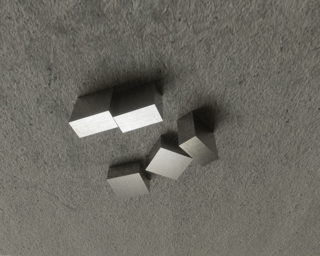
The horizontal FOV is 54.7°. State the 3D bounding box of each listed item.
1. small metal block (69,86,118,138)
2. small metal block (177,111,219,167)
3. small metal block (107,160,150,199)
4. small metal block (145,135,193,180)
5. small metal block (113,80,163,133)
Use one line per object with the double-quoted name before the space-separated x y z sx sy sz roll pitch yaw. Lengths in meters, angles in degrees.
"small metal block" -0.076 -0.020 0.373 0.050 0.050 0.025 -15 129 12
"small metal block" 0.049 0.014 0.403 0.025 0.050 0.050 -33 123 24
"small metal block" -0.047 0.080 0.475 0.050 0.025 0.050 -13 129 11
"small metal block" 0.013 0.043 0.444 0.050 0.025 0.050 20 127 -17
"small metal block" -0.025 -0.026 0.368 0.050 0.050 0.025 -17 128 13
